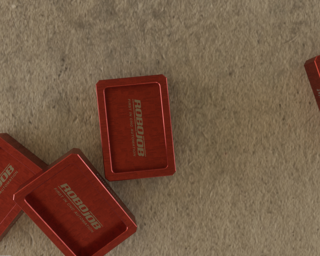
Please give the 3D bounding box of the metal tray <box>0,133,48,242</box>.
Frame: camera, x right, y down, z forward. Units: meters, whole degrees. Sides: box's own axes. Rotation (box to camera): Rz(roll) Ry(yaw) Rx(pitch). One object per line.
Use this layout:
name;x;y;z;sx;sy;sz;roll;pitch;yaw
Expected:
metal tray;-0.216;0.082;0.404;0.090;0.030;0.130;38;90;-1

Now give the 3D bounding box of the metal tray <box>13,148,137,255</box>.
metal tray;-0.102;0.102;0.388;0.090;0.030;0.130;-36;104;-4

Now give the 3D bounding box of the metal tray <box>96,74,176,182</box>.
metal tray;-0.031;0.000;0.407;0.091;0.030;0.129;-6;90;-1

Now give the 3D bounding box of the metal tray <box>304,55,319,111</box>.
metal tray;0.259;-0.044;0.410;0.090;0.030;0.129;-19;90;-1
